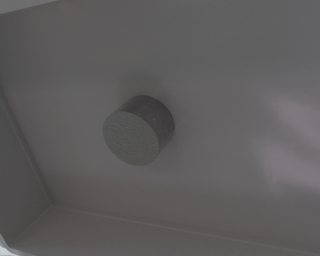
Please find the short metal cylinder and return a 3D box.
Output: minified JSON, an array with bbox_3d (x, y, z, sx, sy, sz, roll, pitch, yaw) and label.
[{"bbox_3d":[-0.027,0.003,0.410,0.080,0.050,0.080,13,124,21],"label":"short metal cylinder"}]
